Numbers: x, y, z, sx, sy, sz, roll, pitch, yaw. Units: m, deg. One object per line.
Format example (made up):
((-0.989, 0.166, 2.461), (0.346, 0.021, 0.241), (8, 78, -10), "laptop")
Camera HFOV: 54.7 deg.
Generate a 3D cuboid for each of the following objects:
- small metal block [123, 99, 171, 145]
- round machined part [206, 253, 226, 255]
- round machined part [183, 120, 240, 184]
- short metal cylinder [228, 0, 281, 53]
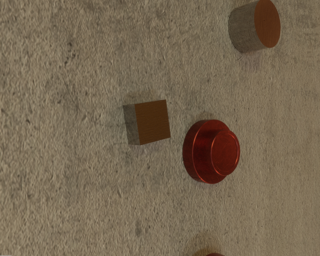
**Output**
((-0.016, -0.008, 0.393), (0.050, 0.025, 0.050), (-13, 98, -40), "small metal block")
((0.072, 0.234, 0.458), (0.099, 0.042, 0.097), (0, 90, -40), "round machined part")
((0.084, 0.036, 0.467), (0.099, 0.042, 0.097), (0, 90, -40), "round machined part")
((0.161, -0.172, 0.526), (0.081, 0.050, 0.079), (0, 90, -40), "short metal cylinder")
